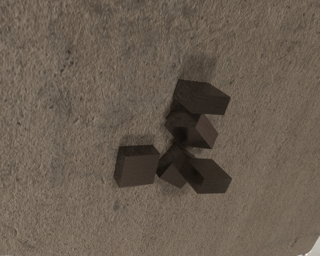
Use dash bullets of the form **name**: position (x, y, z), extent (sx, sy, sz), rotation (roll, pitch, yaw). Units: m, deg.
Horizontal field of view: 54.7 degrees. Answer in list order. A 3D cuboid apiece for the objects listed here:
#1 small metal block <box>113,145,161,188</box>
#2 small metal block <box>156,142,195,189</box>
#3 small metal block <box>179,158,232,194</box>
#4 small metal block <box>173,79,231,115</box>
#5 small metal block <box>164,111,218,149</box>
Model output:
- **small metal block**: position (-0.032, 0.052, 0.423), extent (0.050, 0.025, 0.050), rotation (-1, 119, -28)
- **small metal block**: position (0.026, 0.056, 0.458), extent (0.050, 0.025, 0.050), rotation (34, 99, -39)
- **small metal block**: position (0.064, 0.067, 0.437), extent (0.050, 0.050, 0.025), rotation (7, 115, -32)
- **small metal block**: position (0.053, -0.040, 0.397), extent (0.050, 0.050, 0.025), rotation (2, 118, -30)
- **small metal block**: position (0.042, 0.002, 0.413), extent (0.050, 0.050, 0.025), rotation (48, 58, -40)
